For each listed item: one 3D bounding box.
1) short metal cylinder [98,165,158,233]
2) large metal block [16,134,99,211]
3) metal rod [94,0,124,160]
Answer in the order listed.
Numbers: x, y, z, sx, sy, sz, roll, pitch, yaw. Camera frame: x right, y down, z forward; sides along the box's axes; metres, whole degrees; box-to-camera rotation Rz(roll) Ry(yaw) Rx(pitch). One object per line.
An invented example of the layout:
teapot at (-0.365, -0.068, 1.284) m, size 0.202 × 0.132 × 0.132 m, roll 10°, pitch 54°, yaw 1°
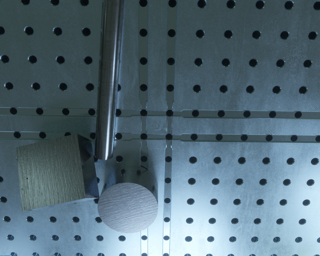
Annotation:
short metal cylinder at (-0.043, 0.099, 0.436) m, size 0.081 × 0.050 × 0.079 m, roll 0°, pitch 110°, yaw 0°
large metal block at (-0.131, 0.059, 0.401) m, size 0.080 × 0.050 × 0.080 m, roll -13°, pitch 76°, yaw 4°
metal rod at (-0.060, -0.101, 0.375) m, size 0.025 × 0.025 × 0.298 m, roll 6°, pitch 110°, yaw -3°
